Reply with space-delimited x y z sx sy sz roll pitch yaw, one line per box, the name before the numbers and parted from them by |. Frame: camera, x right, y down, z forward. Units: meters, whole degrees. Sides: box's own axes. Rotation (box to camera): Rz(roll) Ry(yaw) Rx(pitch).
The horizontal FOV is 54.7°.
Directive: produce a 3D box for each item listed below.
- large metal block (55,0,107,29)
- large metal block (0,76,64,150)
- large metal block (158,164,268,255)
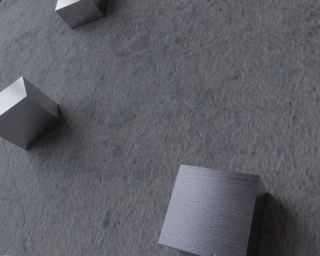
large metal block | -0.155 -0.257 0.624 0.080 0.050 0.080 -12 57 21
large metal block | -0.217 -0.021 0.493 0.080 0.080 0.050 -35 52 5
large metal block | 0.055 0.087 0.305 0.080 0.050 0.080 4 64 30
